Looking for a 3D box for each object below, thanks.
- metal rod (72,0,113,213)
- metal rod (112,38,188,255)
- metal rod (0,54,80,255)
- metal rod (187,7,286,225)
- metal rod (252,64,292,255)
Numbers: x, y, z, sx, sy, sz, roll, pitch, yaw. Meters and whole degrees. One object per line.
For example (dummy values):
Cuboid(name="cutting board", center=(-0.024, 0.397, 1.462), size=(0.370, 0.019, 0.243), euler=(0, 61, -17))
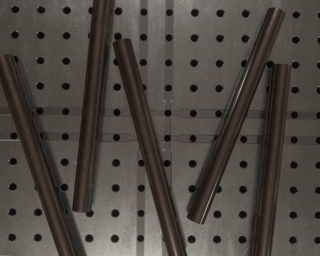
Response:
Cuboid(name="metal rod", center=(-0.089, -0.039, 0.412), size=(0.025, 0.025, 0.298), euler=(6, 90, -1))
Cuboid(name="metal rod", center=(-0.013, 0.029, 0.413), size=(0.025, 0.025, 0.298), euler=(-15, 90, 0))
Cuboid(name="metal rod", center=(-0.160, 0.049, 0.411), size=(0.025, 0.025, 0.298), euler=(-18, 90, 0))
Cuboid(name="metal rod", center=(0.102, -0.016, 0.414), size=(0.025, 0.025, 0.299), euler=(21, 90, -1))
Cuboid(name="metal rod", center=(0.147, 0.065, 0.415), size=(0.025, 0.025, 0.298), euler=(6, 90, -1))
